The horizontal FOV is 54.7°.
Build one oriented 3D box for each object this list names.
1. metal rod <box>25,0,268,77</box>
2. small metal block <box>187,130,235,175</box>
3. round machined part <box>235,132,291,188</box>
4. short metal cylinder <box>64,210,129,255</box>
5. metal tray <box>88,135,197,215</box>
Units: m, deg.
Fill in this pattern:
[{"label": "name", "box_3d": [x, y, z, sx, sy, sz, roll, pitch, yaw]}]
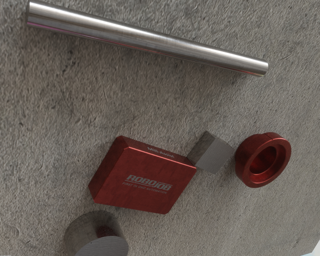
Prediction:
[{"label": "metal rod", "box_3d": [0.011, -0.094, 0.354, 0.302, 0.025, 0.025, 5, 116, -31]}, {"label": "small metal block", "box_3d": [0.078, 0.038, 0.473, 0.050, 0.025, 0.050, 28, 103, -38]}, {"label": "round machined part", "box_3d": [0.165, 0.048, 0.517, 0.099, 0.042, 0.097, -14, 124, -21]}, {"label": "short metal cylinder", "box_3d": [-0.091, 0.166, 0.444, 0.081, 0.050, 0.079, -14, 124, -21]}, {"label": "metal tray", "box_3d": [-0.022, 0.071, 0.436, 0.131, 0.030, 0.090, 21, 107, -36]}]
